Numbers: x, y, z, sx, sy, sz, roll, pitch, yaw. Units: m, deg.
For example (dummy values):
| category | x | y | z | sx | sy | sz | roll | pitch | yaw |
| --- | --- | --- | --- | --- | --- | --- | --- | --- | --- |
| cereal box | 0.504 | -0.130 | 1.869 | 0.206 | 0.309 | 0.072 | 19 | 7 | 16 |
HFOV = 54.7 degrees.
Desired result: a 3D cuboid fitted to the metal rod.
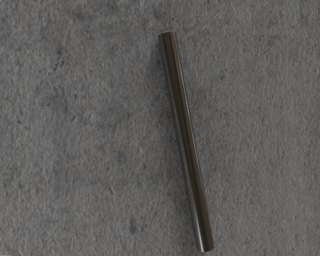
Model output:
| category | x | y | z | sx | sy | sz | roll | pitch | yaw |
| --- | --- | --- | --- | --- | --- | --- | --- | --- | --- |
| metal rod | 0.036 | 0.021 | 0.423 | 0.025 | 0.025 | 0.298 | -12 | 94 | -20 |
